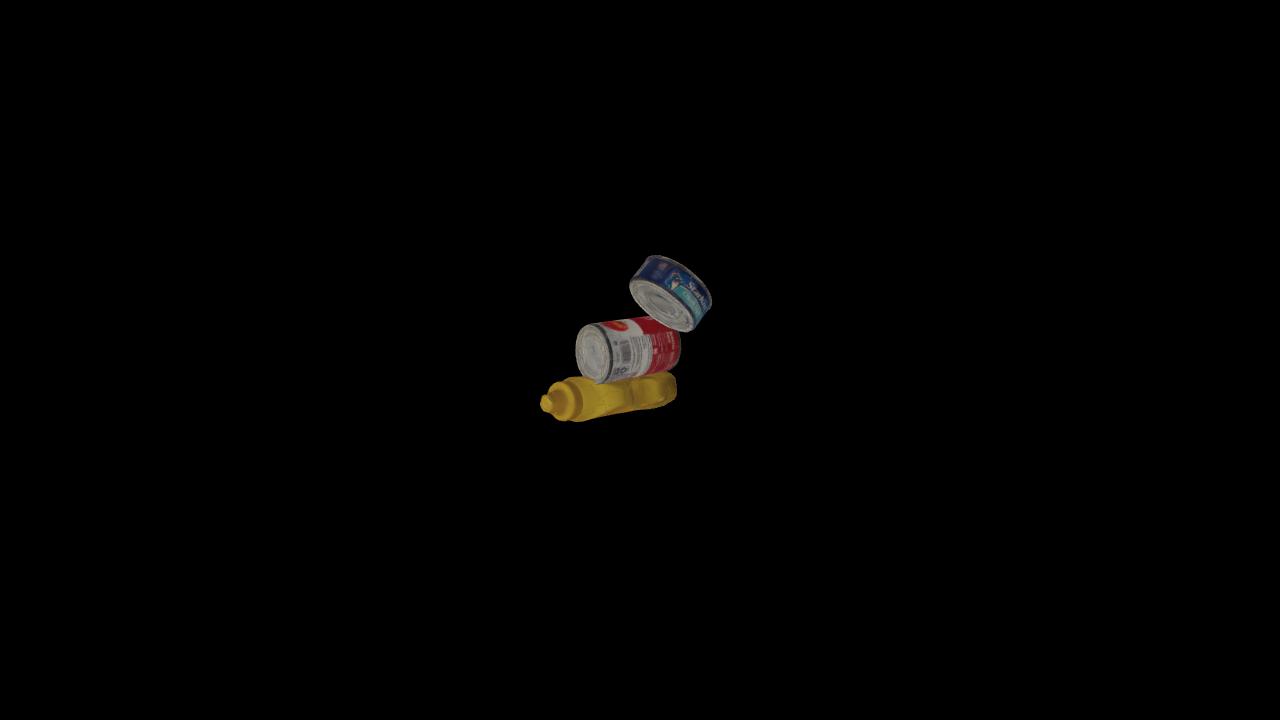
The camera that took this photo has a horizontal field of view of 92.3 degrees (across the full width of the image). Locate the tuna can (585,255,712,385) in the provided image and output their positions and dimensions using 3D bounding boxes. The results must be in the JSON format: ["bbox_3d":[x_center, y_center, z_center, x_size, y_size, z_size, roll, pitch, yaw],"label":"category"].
[{"bbox_3d":[0.030,-0.067,0.632,0.084,0.034,0.084,33,-18,12],"label":"tuna can"}]

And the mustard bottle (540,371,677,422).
[{"bbox_3d":[-0.043,0.039,0.703,0.092,0.054,0.184,4,6,36],"label":"mustard bottle"}]

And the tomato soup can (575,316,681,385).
[{"bbox_3d":[-0.013,-0.012,0.682,0.101,0.068,0.068,-11,7,-38],"label":"tomato soup can"}]
